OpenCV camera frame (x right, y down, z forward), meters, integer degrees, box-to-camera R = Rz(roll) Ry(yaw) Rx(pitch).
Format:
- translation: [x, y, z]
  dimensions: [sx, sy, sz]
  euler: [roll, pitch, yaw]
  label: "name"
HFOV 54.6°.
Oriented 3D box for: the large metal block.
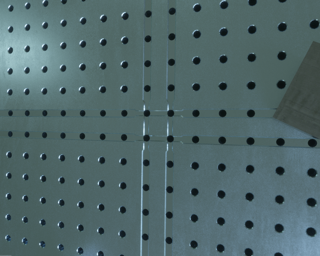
- translation: [0.162, -0.035, 0.326]
  dimensions: [0.050, 0.080, 0.080]
  euler: [28, 99, 18]
  label: "large metal block"
